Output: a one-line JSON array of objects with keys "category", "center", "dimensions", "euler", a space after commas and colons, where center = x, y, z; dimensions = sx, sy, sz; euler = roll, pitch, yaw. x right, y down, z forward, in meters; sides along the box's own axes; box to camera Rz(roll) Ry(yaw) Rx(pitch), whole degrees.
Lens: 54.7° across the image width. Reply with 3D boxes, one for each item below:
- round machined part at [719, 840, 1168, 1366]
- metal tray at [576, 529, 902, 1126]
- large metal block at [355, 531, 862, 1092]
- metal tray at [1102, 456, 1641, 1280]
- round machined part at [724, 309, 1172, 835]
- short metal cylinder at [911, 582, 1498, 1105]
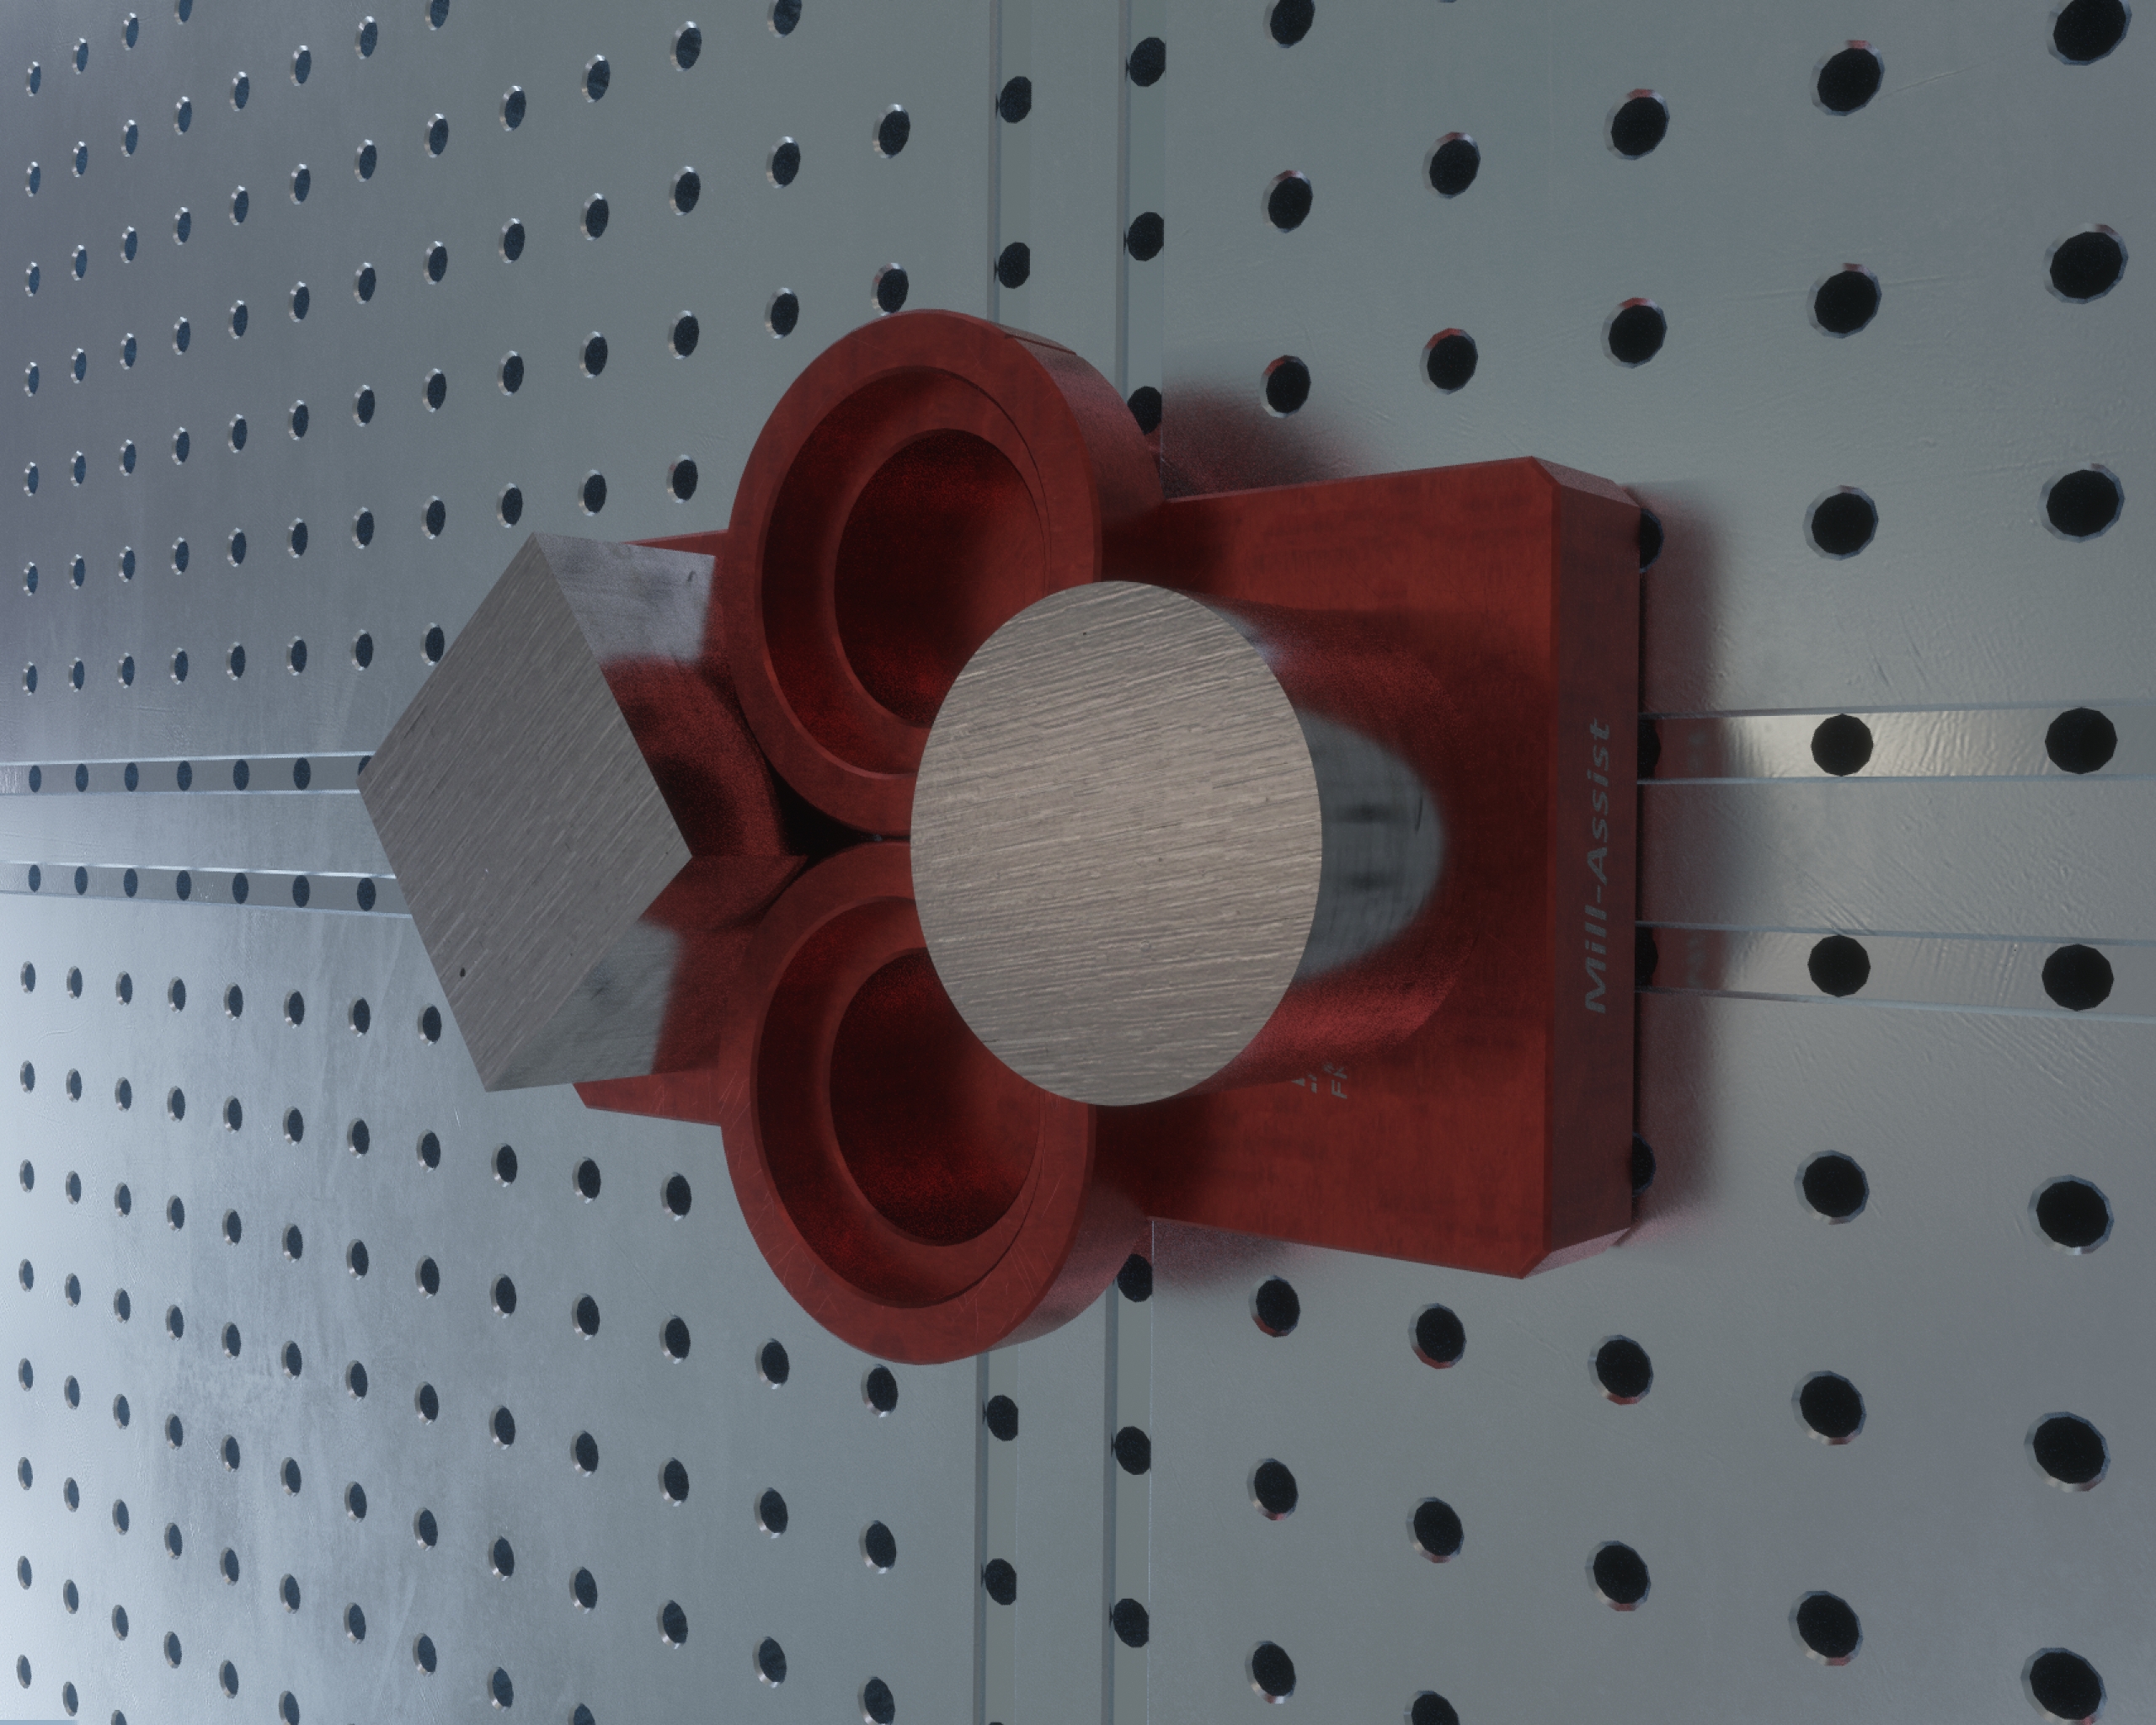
[{"category": "round machined part", "center": [-0.021, 0.044, 0.404], "dimensions": [0.098, 0.042, 0.097], "euler": [0, 90, 40]}, {"category": "metal tray", "center": [-0.072, -0.008, 0.465], "dimensions": [0.090, 0.030, 0.129], "euler": [1, 91, 38]}, {"category": "large metal block", "center": [-0.097, -0.010, 0.434], "dimensions": [0.080, 0.050, 0.080], "euler": [-44, 64, 31]}, {"category": "metal tray", "center": [0.049, 0.000, 0.363], "dimensions": [0.090, 0.030, 0.129], "euler": [1, 91, 40]}, {"category": "round machined part", "center": [-0.020, -0.054, 0.403], "dimensions": [0.098, 0.042, 0.097], "euler": [0, 90, 40]}, {"category": "short metal cylinder", "center": [0.020, -0.003, 0.337], "dimensions": [0.080, 0.050, 0.079], "euler": [0, 90, 40]}]
